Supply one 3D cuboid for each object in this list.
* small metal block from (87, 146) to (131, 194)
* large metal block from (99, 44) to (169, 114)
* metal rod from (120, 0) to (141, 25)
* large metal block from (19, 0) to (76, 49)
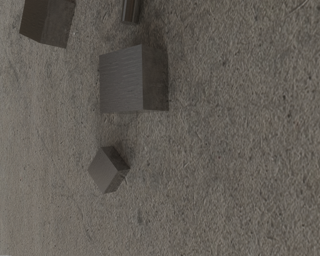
[{"bbox_3d":[-0.079,0.063,0.470,0.050,0.025,0.050,48,118,29],"label":"small metal block"},{"bbox_3d":[-0.036,-0.061,0.418,0.080,0.050,0.080,-2,89,40],"label":"large metal block"},{"bbox_3d":[-0.022,-0.295,0.423,0.025,0.025,0.298,14,99,39],"label":"metal rod"},{"bbox_3d":[-0.204,-0.196,0.557,0.080,0.050,0.079,29,108,36],"label":"large metal block"}]
